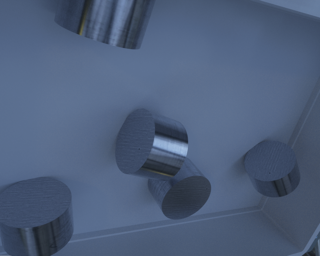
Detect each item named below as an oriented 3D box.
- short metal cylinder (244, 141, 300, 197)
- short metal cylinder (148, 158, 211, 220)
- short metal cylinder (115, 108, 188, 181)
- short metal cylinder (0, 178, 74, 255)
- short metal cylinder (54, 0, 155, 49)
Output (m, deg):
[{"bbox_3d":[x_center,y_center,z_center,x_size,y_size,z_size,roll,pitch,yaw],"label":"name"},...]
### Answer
[{"bbox_3d":[0.188,0.068,0.517,0.080,0.080,0.050,-36,129,-4],"label":"short metal cylinder"},{"bbox_3d":[0.029,0.089,0.463,0.081,0.050,0.079,-14,124,-21],"label":"short metal cylinder"},{"bbox_3d":[-0.012,0.021,0.380,0.050,0.080,0.080,19,108,-36],"label":"short metal cylinder"},{"bbox_3d":[-0.143,0.102,0.358,0.081,0.080,0.050,-9,122,-24],"label":"short metal cylinder"},{"bbox_3d":[-0.048,-0.109,0.279,0.081,0.080,0.050,7,115,-32],"label":"short metal cylinder"}]
